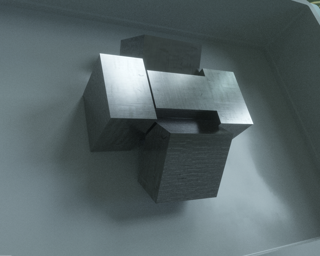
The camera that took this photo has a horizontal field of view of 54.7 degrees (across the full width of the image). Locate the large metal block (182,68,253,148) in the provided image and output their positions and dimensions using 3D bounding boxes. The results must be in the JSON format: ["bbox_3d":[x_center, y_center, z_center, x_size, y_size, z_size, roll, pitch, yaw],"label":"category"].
[{"bbox_3d":[0.068,-0.022,0.419,0.050,0.080,0.080,1,62,-28],"label":"large metal block"}]

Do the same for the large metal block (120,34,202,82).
[{"bbox_3d":[-0.003,-0.089,0.414,0.081,0.080,0.050,2,99,-28],"label":"large metal block"}]

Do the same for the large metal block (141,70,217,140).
[{"bbox_3d":[0.010,-0.024,0.389,0.081,0.080,0.050,1,62,-28],"label":"large metal block"}]

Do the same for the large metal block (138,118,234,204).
[{"bbox_3d":[0.027,0.035,0.353,0.081,0.079,0.050,1,19,-29],"label":"large metal block"}]

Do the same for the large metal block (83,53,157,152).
[{"bbox_3d":[-0.050,-0.026,0.357,0.050,0.080,0.080,1,62,-28],"label":"large metal block"}]
